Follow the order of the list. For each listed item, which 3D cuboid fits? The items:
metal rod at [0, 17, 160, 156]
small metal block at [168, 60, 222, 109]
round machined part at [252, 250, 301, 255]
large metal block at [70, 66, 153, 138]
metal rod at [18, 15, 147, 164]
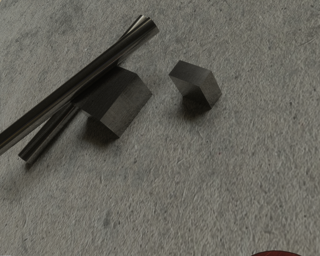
[{"bbox_3d":[-0.127,-0.053,0.436,0.300,0.025,0.025,-37,51,3],"label":"metal rod"},{"bbox_3d":[0.046,-0.056,0.397,0.050,0.050,0.025,28,77,37],"label":"small metal block"},{"bbox_3d":[0.100,0.153,0.247,0.098,0.042,0.098,-13,56,20],"label":"round machined part"},{"bbox_3d":[-0.072,-0.045,0.452,0.080,0.050,0.080,28,77,37],"label":"large metal block"},{"bbox_3d":[-0.117,-0.067,0.504,0.025,0.025,0.300,32,79,37],"label":"metal rod"}]
